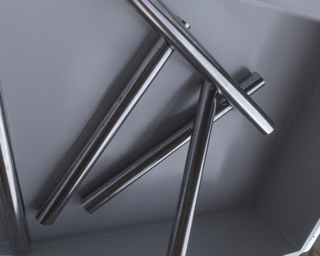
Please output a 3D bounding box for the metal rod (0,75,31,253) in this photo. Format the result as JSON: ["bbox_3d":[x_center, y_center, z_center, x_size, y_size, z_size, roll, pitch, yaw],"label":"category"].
[{"bbox_3d":[-0.170,0.024,0.331,0.025,0.025,0.298,-9,123,-24],"label":"metal rod"}]

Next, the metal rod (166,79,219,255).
[{"bbox_3d":[0.039,0.079,0.403,0.025,0.025,0.298,14,87,-34],"label":"metal rod"}]

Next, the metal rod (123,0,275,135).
[{"bbox_3d":[0.063,-0.067,0.369,0.301,0.025,0.025,34,99,-39],"label":"metal rod"}]

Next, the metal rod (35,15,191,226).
[{"bbox_3d":[-0.062,-0.002,0.374,0.025,0.025,0.299,28,103,-38],"label":"metal rod"}]

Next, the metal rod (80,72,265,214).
[{"bbox_3d":[0.021,0.018,0.432,0.301,0.025,0.025,-36,130,-4],"label":"metal rod"}]
